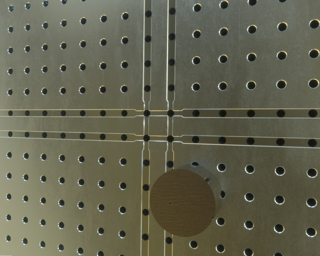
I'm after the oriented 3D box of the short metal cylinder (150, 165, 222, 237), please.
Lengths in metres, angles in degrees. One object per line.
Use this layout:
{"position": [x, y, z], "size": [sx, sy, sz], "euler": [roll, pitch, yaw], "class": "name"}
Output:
{"position": [0.034, 0.088, 0.388], "size": [0.080, 0.050, 0.080], "euler": [0, 90, 20], "class": "short metal cylinder"}
